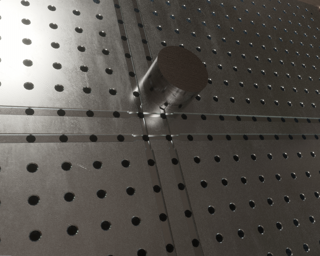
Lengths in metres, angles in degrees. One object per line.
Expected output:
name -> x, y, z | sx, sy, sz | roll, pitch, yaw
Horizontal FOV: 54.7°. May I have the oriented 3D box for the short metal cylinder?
short metal cylinder -> 0.022, -0.072, 0.450 | 0.081, 0.050, 0.080 | 14, 56, -21
